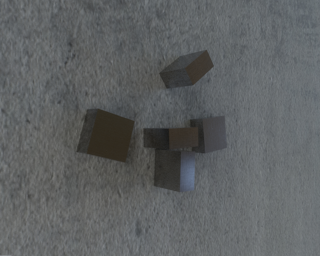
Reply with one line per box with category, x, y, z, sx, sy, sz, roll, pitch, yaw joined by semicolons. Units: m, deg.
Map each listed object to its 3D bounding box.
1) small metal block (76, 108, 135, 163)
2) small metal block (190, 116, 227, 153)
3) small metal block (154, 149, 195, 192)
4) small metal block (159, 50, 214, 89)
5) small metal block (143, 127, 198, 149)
small metal block;-0.061;0.009;0.355;0.050;0.025;0.050;20;78;-39
small metal block;0.074;0.009;0.470;0.050;0.025;0.050;-9;96;-40
small metal block;0.018;0.054;0.406;0.025;0.050;0.050;3;88;-40
small metal block;0.036;-0.079;0.421;0.050;0.050;0.025;-44;117;-31
small metal block;0.014;0.012;0.402;0.050;0.050;0.025;-3;92;-40
